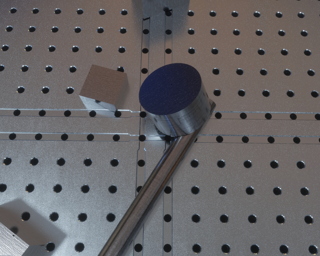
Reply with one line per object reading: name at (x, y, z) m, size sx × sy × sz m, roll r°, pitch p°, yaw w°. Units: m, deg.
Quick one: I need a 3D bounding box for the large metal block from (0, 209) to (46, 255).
large metal block at (-0.193, 0.141, 0.344) m, size 0.080 × 0.050 × 0.080 m, roll 33°, pitch 73°, yaw 11°

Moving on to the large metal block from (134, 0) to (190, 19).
large metal block at (0.001, -0.221, 0.464) m, size 0.080 × 0.080 × 0.050 m, roll -23°, pitch 72°, yaw -8°

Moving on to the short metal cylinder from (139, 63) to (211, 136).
short metal cylinder at (0.020, -0.036, 0.397) m, size 0.080 × 0.050 × 0.080 m, roll -11°, pitch 55°, yaw 17°

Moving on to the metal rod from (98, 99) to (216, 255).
metal rod at (-0.014, 0.084, 0.380) m, size 0.025 × 0.025 × 0.300 m, roll 31°, pitch 73°, yaw 10°

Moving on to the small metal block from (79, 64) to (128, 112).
small metal block at (-0.077, -0.055, 0.431) m, size 0.050 × 0.025 × 0.050 m, roll 16°, pitch 71°, yaw 5°
